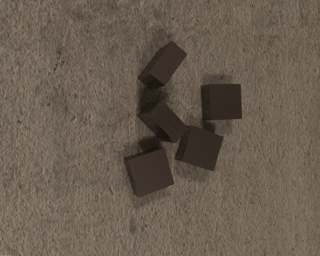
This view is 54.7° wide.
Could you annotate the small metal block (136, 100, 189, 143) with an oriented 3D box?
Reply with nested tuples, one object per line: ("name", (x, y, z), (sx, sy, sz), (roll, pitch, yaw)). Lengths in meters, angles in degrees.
("small metal block", (0.002, -0.008, 0.398), (0.050, 0.050, 0.025), (46, 76, -15))

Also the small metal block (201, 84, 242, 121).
("small metal block", (0.088, -0.037, 0.443), (0.050, 0.025, 0.050), (-3, 91, -20))

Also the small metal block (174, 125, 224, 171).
("small metal block", (0.054, 0.028, 0.431), (0.050, 0.025, 0.050), (20, 83, -19))

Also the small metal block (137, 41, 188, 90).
("small metal block", (0.002, -0.079, 0.397), (0.025, 0.050, 0.050), (38, 78, -17))

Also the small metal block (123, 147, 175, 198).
("small metal block", (-0.015, 0.056, 0.405), (0.050, 0.025, 0.050), (-17, 96, -20))
